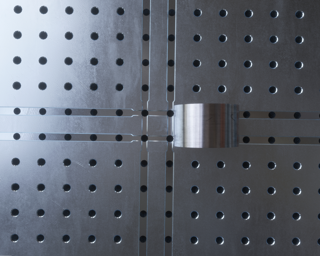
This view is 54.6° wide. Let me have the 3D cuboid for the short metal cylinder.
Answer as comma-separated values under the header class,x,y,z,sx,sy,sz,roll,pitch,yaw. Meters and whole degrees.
class,x,y,z,sx,sy,sz,roll,pitch,yaw
short metal cylinder,0.057,-0.003,0.386,0.080,0.080,0.050,0,90,0
